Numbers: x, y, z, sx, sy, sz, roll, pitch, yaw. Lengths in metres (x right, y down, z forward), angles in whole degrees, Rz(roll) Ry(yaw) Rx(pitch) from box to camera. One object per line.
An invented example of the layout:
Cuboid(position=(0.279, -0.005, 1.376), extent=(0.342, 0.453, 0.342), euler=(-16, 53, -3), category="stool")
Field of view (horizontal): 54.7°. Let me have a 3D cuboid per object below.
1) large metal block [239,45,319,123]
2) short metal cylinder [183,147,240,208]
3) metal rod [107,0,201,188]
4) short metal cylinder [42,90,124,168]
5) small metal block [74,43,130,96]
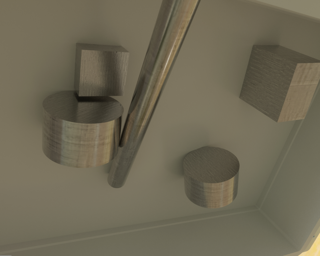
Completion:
Cuboid(position=(0.163, -0.063, 0.425), extent=(0.050, 0.080, 0.079), euler=(-7, 122, -25), category="large metal block")
Cuboid(position=(0.076, 0.072, 0.461), extent=(0.081, 0.080, 0.050), euler=(-18, 126, -18), category="short metal cylinder")
Cuboid(position=(-0.019, -0.016, 0.310), extent=(0.025, 0.025, 0.298), euler=(-8, 147, -25), category="metal rod")
Cuboid(position=(-0.082, -0.001, 0.328), extent=(0.081, 0.080, 0.050), euler=(-3, 120, -27), category="short metal cylinder")
Cuboid(position=(-0.064, -0.063, 0.336), extent=(0.050, 0.025, 0.050), euler=(-4, 120, -27), category="small metal block")
